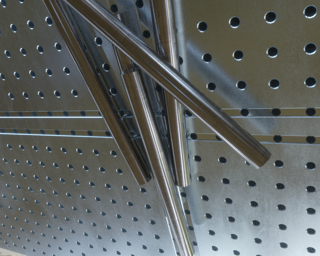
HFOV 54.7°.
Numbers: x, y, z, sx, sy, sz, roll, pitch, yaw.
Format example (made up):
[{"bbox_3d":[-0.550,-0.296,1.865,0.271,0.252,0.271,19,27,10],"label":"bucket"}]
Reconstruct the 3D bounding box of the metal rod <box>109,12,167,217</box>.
[{"bbox_3d":[-0.017,0.000,0.418,0.025,0.025,0.298,-1,118,28],"label":"metal rod"}]

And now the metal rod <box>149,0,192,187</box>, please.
[{"bbox_3d":[0.013,-0.054,0.369,0.025,0.025,0.298,6,121,25],"label":"metal rod"}]

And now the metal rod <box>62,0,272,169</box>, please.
[{"bbox_3d":[0.000,-0.063,0.337,0.300,0.025,0.025,41,129,-1],"label":"metal rod"}]

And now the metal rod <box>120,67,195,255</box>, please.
[{"bbox_3d":[0.004,0.063,0.420,0.025,0.025,0.298,-2,118,29],"label":"metal rod"}]

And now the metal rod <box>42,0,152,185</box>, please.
[{"bbox_3d":[-0.082,-0.049,0.422,0.025,0.025,0.299,-12,113,33],"label":"metal rod"}]
